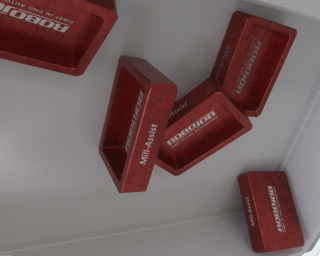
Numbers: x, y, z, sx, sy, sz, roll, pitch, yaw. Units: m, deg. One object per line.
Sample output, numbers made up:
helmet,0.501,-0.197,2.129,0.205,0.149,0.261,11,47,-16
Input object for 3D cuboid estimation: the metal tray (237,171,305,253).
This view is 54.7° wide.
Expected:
metal tray,0.191,0.142,0.537,0.091,0.130,0.030,3,156,-26

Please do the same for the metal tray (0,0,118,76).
metal tray,-0.113,-0.094,0.256,0.131,0.030,0.090,10,146,-33

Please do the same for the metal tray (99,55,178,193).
metal tray,-0.031,-0.004,0.346,0.030,0.090,0.129,3,117,-30

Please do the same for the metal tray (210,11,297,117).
metal tray,0.119,-0.081,0.419,0.091,0.030,0.129,3,117,-30

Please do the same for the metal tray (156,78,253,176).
metal tray,0.042,0.004,0.404,0.130,0.030,0.090,-36,132,20
